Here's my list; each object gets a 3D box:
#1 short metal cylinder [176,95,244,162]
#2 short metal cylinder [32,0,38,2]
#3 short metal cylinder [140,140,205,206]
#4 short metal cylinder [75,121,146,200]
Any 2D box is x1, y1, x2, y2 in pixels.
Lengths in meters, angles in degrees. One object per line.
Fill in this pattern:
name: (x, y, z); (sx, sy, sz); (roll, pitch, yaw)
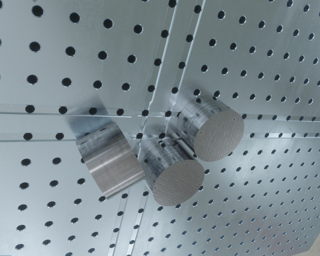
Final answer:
short metal cylinder: (0.070, 0.001, 0.436); (0.081, 0.050, 0.079); (-14, 124, -21)
short metal cylinder: (-0.100, -0.145, 0.232); (0.050, 0.080, 0.080); (-36, 130, -5)
short metal cylinder: (0.016, 0.065, 0.446); (0.081, 0.050, 0.079); (-14, 125, -21)
short metal cylinder: (-0.058, 0.038, 0.369); (0.050, 0.080, 0.080); (-29, 129, -10)
